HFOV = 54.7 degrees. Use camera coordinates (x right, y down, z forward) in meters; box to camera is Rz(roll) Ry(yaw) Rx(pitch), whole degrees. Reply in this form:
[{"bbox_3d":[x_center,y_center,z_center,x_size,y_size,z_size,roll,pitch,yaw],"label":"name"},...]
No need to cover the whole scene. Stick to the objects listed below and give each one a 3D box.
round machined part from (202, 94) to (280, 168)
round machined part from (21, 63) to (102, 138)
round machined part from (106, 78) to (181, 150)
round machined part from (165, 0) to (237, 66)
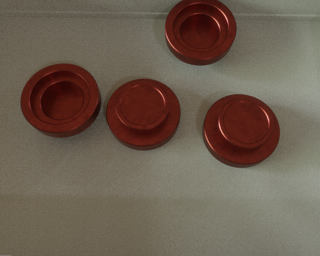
[{"bbox_3d":[0.107,-0.001,0.401,0.099,0.042,0.098,0,70,0],"label":"round machined part"},{"bbox_3d":[-0.127,-0.033,0.412,0.099,0.042,0.098,0,70,0],"label":"round machined part"},{"bbox_3d":[-0.022,-0.023,0.409,0.099,0.042,0.098,0,70,0],"label":"round machined part"},{"bbox_3d":[0.057,-0.134,0.446,0.099,0.042,0.098,0,76,1],"label":"round machined part"}]
